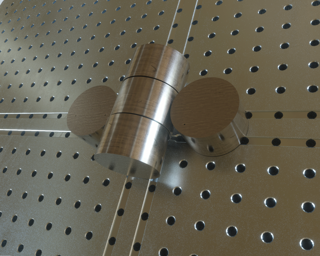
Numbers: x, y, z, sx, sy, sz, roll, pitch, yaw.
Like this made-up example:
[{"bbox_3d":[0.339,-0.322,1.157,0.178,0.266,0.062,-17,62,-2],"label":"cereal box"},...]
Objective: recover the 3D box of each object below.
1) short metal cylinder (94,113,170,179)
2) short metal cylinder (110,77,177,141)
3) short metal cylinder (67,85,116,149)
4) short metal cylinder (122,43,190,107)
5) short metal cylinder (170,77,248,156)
[{"bbox_3d":[-0.033,0.024,0.373,0.080,0.080,0.050,1,63,28],"label":"short metal cylinder"},{"bbox_3d":[-0.018,-0.021,0.393,0.080,0.080,0.050,2,63,29],"label":"short metal cylinder"},{"bbox_3d":[-0.084,-0.014,0.442,0.080,0.050,0.080,-13,56,20],"label":"short metal cylinder"},{"bbox_3d":[-0.005,-0.067,0.414,0.080,0.080,0.050,3,63,29],"label":"short metal cylinder"},{"bbox_3d":[0.059,-0.013,0.367,0.080,0.050,0.080,-13,56,20],"label":"short metal cylinder"}]
